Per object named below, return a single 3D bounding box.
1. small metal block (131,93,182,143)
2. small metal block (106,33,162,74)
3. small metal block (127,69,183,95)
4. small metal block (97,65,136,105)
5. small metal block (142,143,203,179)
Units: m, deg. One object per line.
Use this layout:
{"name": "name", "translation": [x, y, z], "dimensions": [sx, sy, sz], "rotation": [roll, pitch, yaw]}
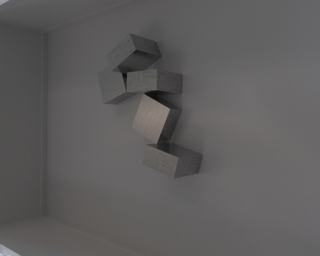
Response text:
{"name": "small metal block", "translation": [-0.005, -0.012, 0.411], "dimensions": [0.050, 0.025, 0.050], "rotation": [33, 111, 35]}
{"name": "small metal block", "translation": [-0.035, -0.098, 0.420], "dimensions": [0.050, 0.050, 0.025], "rotation": [-32, 70, 35]}
{"name": "small metal block", "translation": [-0.007, -0.057, 0.396], "dimensions": [0.050, 0.050, 0.025], "rotation": [2, 91, 40]}
{"name": "small metal block", "translation": [-0.063, -0.067, 0.459], "dimensions": [0.050, 0.025, 0.050], "rotation": [-21, 77, 38]}
{"name": "small metal block", "translation": [0.016, 0.038, 0.378], "dimensions": [0.050, 0.050, 0.025], "rotation": [19, 102, 38]}
